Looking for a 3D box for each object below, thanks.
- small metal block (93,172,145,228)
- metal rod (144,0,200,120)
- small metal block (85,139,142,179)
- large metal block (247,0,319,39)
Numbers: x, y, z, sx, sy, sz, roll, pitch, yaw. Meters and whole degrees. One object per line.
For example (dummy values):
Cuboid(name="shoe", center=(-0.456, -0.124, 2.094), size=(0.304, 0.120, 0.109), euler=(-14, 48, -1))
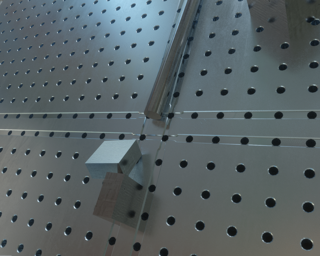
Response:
Cuboid(name="small metal block", center=(-0.046, 0.085, 0.363), size=(0.025, 0.050, 0.050), euler=(1, 63, 28))
Cuboid(name="metal rod", center=(0.033, -0.149, 0.480), size=(0.025, 0.025, 0.300), euler=(5, 64, 30))
Cuboid(name="small metal block", center=(-0.059, 0.040, 0.399), size=(0.050, 0.025, 0.050), euler=(-3, 30, 26))
Cuboid(name="large metal block", center=(0.155, -0.176, 0.399), size=(0.050, 0.080, 0.080), euler=(-38, 51, 2))
